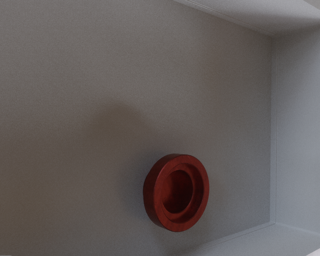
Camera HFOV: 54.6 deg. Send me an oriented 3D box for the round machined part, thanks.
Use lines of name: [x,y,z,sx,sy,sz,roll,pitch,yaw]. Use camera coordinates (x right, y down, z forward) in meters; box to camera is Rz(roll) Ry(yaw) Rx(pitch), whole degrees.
round machined part: [0.017,0.082,0.409,0.099,0.042,0.097,0,90,-40]
